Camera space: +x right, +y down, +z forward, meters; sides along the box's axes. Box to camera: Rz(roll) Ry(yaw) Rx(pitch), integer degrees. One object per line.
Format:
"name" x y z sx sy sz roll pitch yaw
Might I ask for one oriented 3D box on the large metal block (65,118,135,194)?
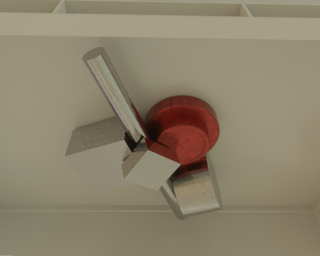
"large metal block" -0.066 0.037 0.418 0.080 0.050 0.080 -16 129 12

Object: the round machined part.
"round machined part" 0.028 0.010 0.404 0.099 0.042 0.097 -1 130 0

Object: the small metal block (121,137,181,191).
"small metal block" -0.011 0.045 0.382 0.050 0.025 0.050 26 114 -30

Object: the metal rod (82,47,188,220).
"metal rod" -0.015 0.031 0.405 0.025 0.025 0.299 -16 129 13

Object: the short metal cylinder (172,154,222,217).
"short metal cylinder" 0.053 0.082 0.442 0.050 0.080 0.080 -16 129 13
